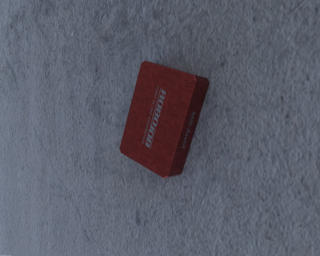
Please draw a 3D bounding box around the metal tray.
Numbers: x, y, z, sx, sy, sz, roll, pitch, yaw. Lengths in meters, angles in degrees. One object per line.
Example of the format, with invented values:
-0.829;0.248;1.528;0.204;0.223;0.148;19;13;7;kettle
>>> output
0.002;-0.013;0.399;0.090;0.030;0.129;25;106;37;metal tray
